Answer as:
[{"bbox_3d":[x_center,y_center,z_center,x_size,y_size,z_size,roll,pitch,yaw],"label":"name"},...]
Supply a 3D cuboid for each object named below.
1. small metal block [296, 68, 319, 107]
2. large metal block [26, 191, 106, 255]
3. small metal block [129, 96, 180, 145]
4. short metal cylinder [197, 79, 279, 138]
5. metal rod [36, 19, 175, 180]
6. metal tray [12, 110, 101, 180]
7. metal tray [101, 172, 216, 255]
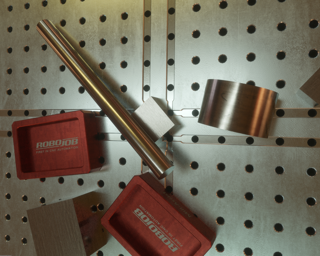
[{"bbox_3d":[0.178,-0.051,0.336,0.025,0.050,0.050,45,104,14],"label":"small metal block"},{"bbox_3d":[-0.134,0.144,0.447,0.080,0.050,0.080,-18,84,19],"label":"large metal block"},{"bbox_3d":[-0.010,-0.007,0.416,0.050,0.025,0.050,-42,77,15],"label":"small metal block"},{"bbox_3d":[0.088,-0.022,0.352,0.080,0.080,0.050,14,95,19],"label":"short metal cylinder"},{"bbox_3d":[-0.085,-0.051,0.423,0.025,0.025,0.300,-47,69,14],"label":"metal rod"},{"bbox_3d":[-0.157,0.027,0.465,0.130,0.030,0.089,-8,87,19],"label":"metal tray"},{"bbox_3d":[-0.005,0.134,0.411,0.130,0.030,0.090,41,103,15],"label":"metal tray"}]
